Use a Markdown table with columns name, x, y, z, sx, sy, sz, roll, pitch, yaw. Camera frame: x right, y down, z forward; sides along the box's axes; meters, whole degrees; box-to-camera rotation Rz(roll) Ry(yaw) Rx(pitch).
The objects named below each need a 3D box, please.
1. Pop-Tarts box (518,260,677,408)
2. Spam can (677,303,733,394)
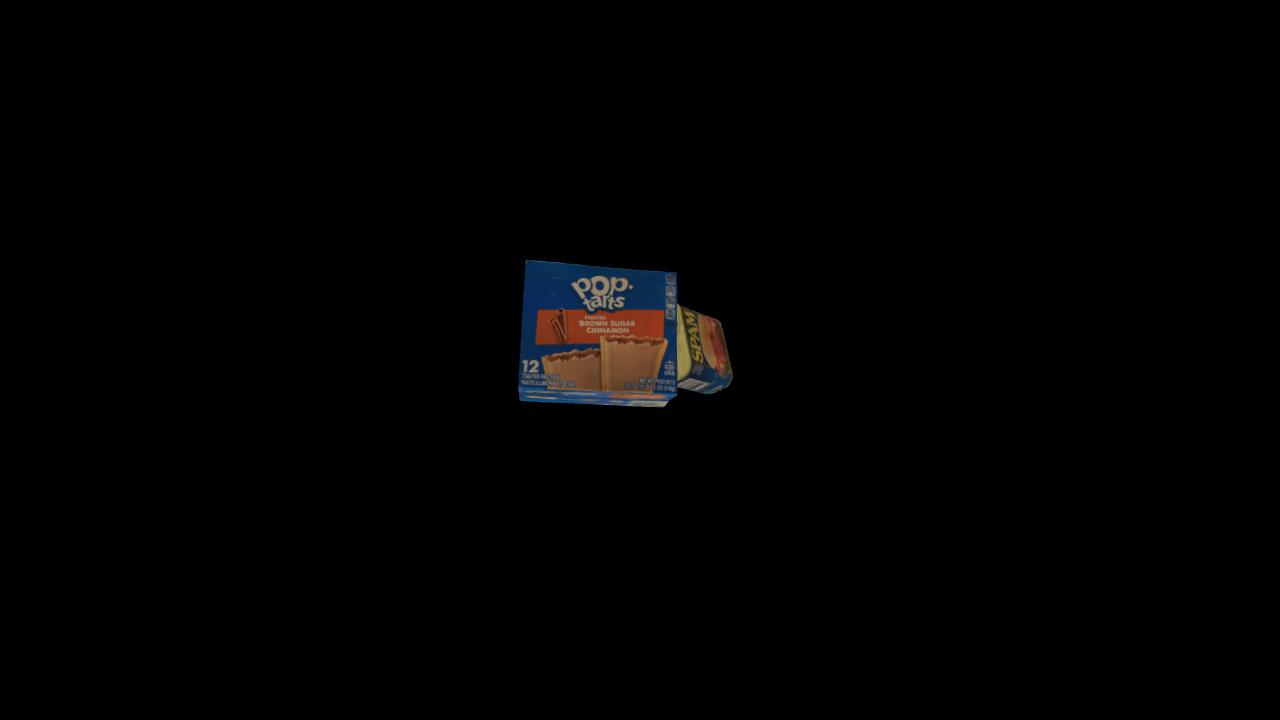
| name | x | y | z | sx | sy | sz | roll | pitch | yaw |
| --- | --- | --- | --- | --- | --- | --- | --- | --- | --- |
| Pop-Tarts box | -0.047 | -0.025 | 0.680 | 0.167 | 0.141 | 0.083 | 4 | -15 | -11 |
| Spam can | 0.062 | -0.012 | 0.754 | 0.085 | 0.101 | 0.058 | 15 | -33 | -43 |
